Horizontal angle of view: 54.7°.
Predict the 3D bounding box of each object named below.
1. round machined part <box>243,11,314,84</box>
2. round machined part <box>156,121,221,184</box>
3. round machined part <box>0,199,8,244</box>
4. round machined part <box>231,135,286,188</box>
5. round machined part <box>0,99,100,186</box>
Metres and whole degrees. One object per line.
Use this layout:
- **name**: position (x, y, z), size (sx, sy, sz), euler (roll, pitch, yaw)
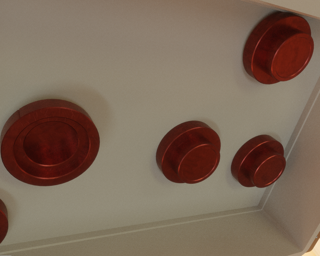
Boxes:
- **round machined part**: position (0.166, -0.103, 0.420), size (0.099, 0.042, 0.097), euler (-15, 129, -19)
- **round machined part**: position (0.047, 0.042, 0.449), size (0.099, 0.042, 0.097), euler (-14, 124, -21)
- **round machined part**: position (-0.226, 0.119, 0.348), size (0.099, 0.042, 0.097), euler (-14, 124, -21)
- **round machined part**: position (0.175, 0.064, 0.533), size (0.099, 0.042, 0.097), euler (-14, 124, -21)
- **round machined part**: position (-0.120, 0.012, 0.339), size (0.099, 0.042, 0.097), euler (-14, 124, -21)
